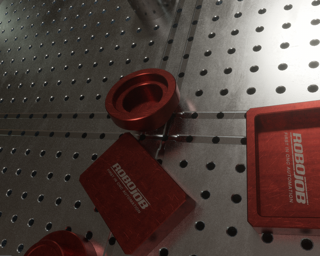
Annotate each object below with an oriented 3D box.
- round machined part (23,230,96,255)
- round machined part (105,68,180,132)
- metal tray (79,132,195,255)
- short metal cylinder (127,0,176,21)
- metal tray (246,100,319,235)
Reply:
[{"bbox_3d":[-0.125,0.168,0.358,0.098,0.042,0.098,-13,56,20],"label":"round machined part"},{"bbox_3d":[-0.020,-0.033,0.418,0.098,0.042,0.098,-11,46,12],"label":"round machined part"},{"bbox_3d":[-0.032,0.075,0.374,0.090,0.030,0.130,-44,51,-3],"label":"metal tray"},{"bbox_3d":[-0.018,-0.237,0.545,0.080,0.050,0.080,-13,56,20],"label":"short metal cylinder"},{"bbox_3d":[0.136,0.037,0.310,0.090,0.030,0.130,-6,59,24],"label":"metal tray"}]
